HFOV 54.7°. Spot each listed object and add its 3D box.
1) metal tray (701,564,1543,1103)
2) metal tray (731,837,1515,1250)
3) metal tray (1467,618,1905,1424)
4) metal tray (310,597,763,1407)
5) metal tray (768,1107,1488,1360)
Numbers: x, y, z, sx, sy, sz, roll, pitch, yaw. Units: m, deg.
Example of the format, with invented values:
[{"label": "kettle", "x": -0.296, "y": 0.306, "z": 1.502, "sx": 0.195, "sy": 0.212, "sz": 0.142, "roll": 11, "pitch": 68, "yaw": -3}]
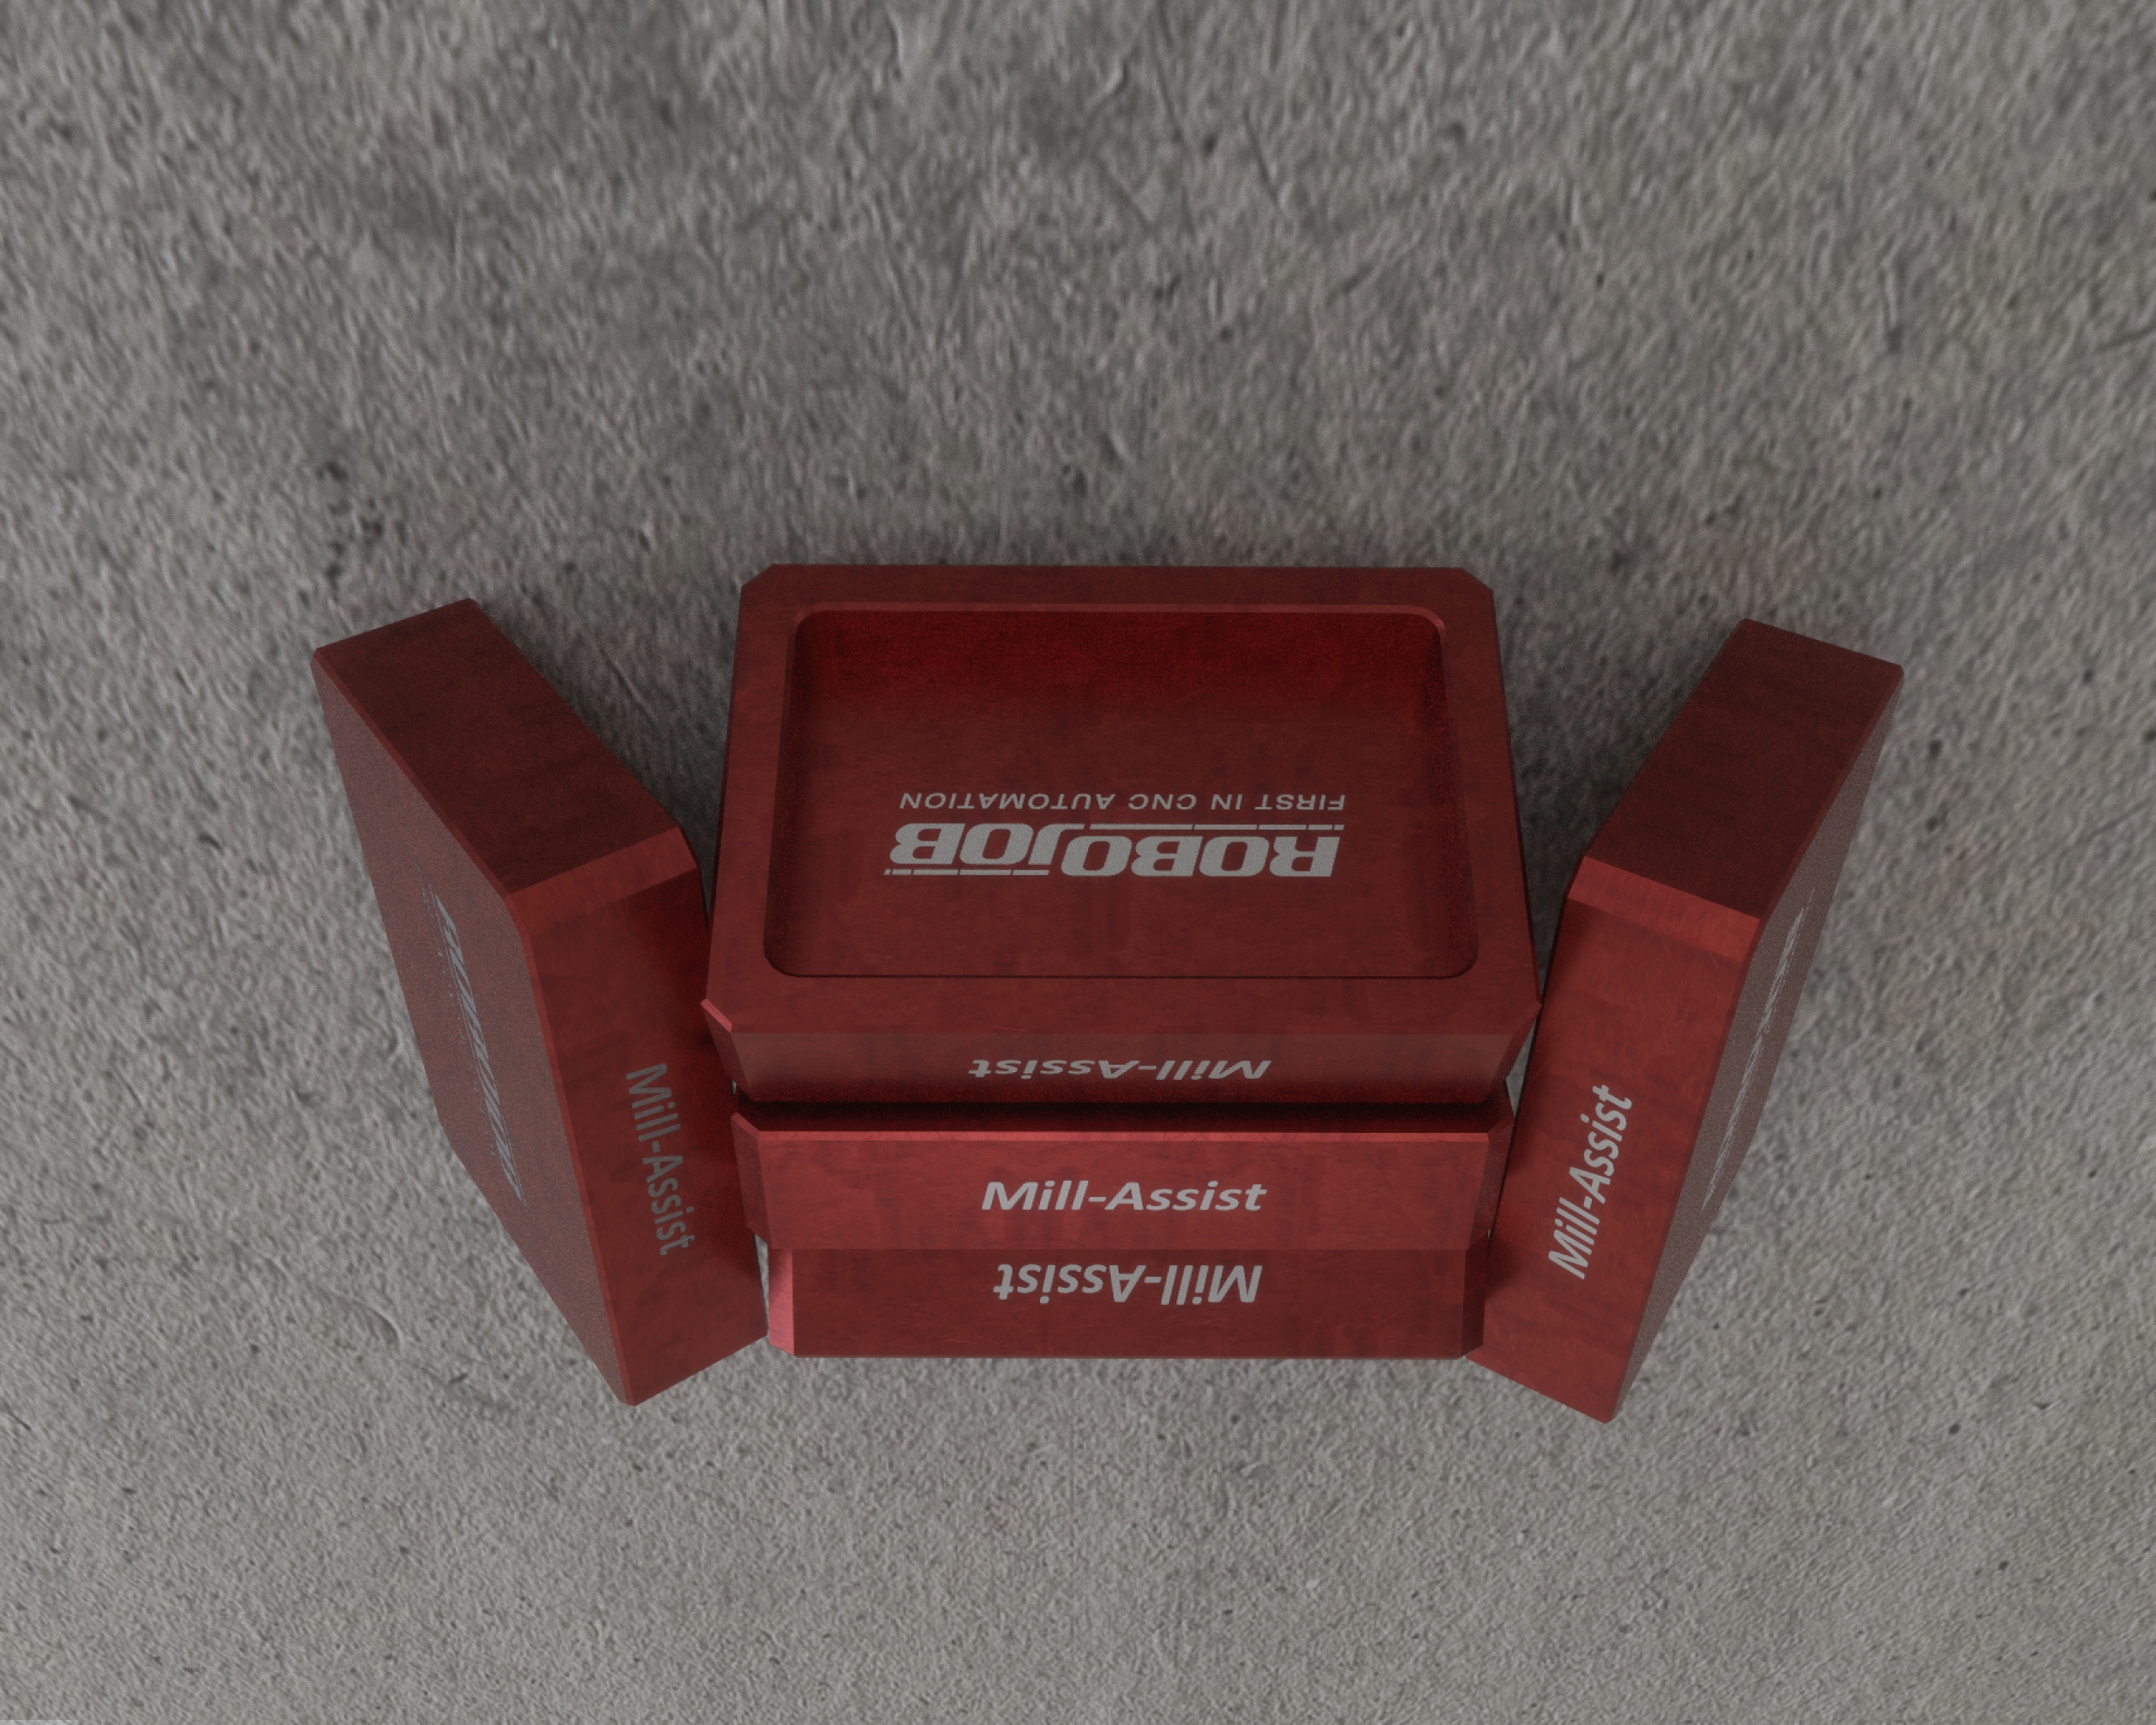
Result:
[{"label": "metal tray", "x": 0.007, "y": -0.006, "z": 0.355, "sx": 0.131, "sy": 0.090, "sz": 0.030, "roll": 0, "pitch": 151, "yaw": -1}, {"label": "metal tray", "x": 0.008, "y": 0.028, "z": 0.387, "sx": 0.131, "sy": 0.090, "sz": 0.030, "roll": 0, "pitch": 130, "yaw": -1}, {"label": "metal tray", "x": 0.112, "y": 0.031, "z": 0.390, "sx": 0.030, "sy": 0.090, "sz": 0.129, "roll": 22, "pitch": 135, "yaw": 23}, {"label": "metal tray", "x": -0.098, "y": 0.028, "z": 0.386, "sx": 0.030, "sy": 0.090, "sz": 0.129, "roll": -25, "pitch": 137, "yaw": -27}, {"label": "metal tray", "x": 0.009, "y": 0.067, "z": 0.419, "sx": 0.131, "sy": 0.090, "sz": 0.030, "roll": 0, "pitch": 101, "yaw": -1}]
